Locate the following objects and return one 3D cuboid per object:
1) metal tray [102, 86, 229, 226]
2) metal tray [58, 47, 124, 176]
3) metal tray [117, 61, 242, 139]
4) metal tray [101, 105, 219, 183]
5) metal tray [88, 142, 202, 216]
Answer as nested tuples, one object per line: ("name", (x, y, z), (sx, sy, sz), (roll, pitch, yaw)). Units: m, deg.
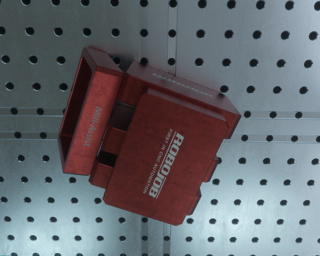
("metal tray", (0.003, 0.032, 0.326), (0.090, 0.030, 0.129), (20, 109, -7))
("metal tray", (-0.087, -0.021, 0.367), (0.030, 0.090, 0.129), (12, 111, -28))
("metal tray", (0.021, -0.036, 0.364), (0.131, 0.090, 0.030), (20, 109, -7))
("metal tray", (0.000, 0.016, 0.383), (0.131, 0.090, 0.030), (18, 108, -8))
("metal tray", (-0.017, 0.057, 0.399), (0.131, 0.090, 0.030), (20, 109, -8))
